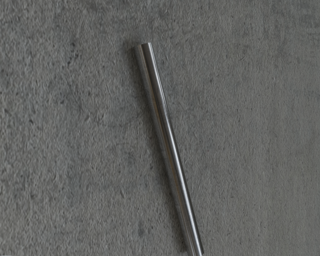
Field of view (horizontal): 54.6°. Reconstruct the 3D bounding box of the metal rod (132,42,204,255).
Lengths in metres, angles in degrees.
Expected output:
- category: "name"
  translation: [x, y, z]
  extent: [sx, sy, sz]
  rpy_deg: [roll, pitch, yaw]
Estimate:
- category: "metal rod"
  translation: [0.015, 0.038, 0.415]
  extent: [0.025, 0.025, 0.298]
  rpy_deg: [-24, 105, -37]
